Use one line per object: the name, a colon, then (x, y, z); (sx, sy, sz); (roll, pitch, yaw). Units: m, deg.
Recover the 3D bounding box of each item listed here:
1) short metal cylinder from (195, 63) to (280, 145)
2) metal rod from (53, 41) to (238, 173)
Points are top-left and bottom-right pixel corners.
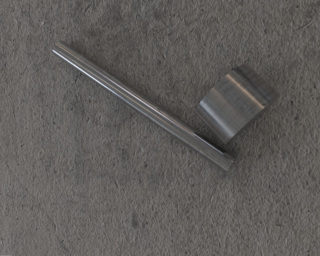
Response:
short metal cylinder: (0.087, -0.026, 0.349); (0.080, 0.080, 0.050); (-45, 76, 14)
metal rod: (-0.031, -0.037, 0.419); (0.300, 0.025, 0.025); (35, 101, 16)
